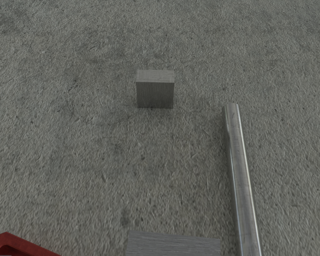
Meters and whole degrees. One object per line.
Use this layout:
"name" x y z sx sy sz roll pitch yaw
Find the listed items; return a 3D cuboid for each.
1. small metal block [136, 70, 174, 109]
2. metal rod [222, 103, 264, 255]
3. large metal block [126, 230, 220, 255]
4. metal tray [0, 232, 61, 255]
"small metal block" -0.006 -0.053 0.432 0.050 0.050 0.025 1 50 0
"metal rod" 0.090 0.089 0.329 0.025 0.025 0.300 2 50 2
"large metal block" 0.009 0.141 0.269 0.080 0.050 0.080 5 50 3
"metal tray" -0.134 0.165 0.258 0.090 0.030 0.130 17 52 13
